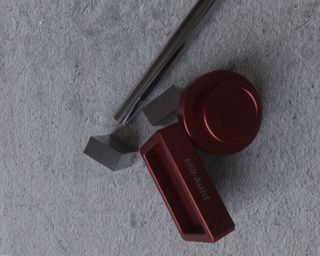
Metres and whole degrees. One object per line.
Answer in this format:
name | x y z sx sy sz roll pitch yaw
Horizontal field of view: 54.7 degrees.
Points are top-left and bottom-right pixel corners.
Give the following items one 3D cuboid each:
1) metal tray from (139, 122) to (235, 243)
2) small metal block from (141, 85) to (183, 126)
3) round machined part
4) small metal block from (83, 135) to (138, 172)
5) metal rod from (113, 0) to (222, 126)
metal tray | 0.026 0.067 0.365 0.030 0.090 0.130 -23 80 -23
small metal block | 0.012 -0.027 0.391 0.050 0.050 0.025 -36 79 16
round machined part | 0.073 -0.017 0.349 0.099 0.042 0.097 0 91 -16
small metal block | -0.065 0.032 0.418 0.050 0.050 0.025 28 99 17
metal rod | 0.035 -0.125 0.395 0.025 0.025 0.299 41 102 15
